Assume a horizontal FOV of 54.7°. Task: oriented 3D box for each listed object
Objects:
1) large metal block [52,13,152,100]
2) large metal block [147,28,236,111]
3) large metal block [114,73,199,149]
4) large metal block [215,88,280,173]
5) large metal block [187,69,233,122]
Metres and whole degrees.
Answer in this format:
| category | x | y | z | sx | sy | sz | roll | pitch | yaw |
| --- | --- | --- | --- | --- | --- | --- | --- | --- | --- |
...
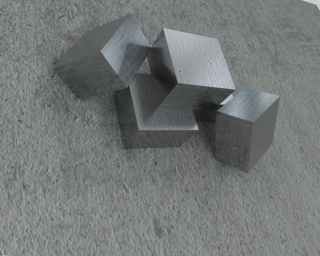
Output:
| category | x | y | z | sx | sy | sz | roll | pitch | yaw |
| --- | --- | --- | --- | --- | --- | --- | --- | --- | --- |
| large metal block | -0.068 | -0.086 | 0.378 | 0.050 | 0.080 | 0.080 | 55 | 43 | -33 |
| large metal block | 0.037 | -0.070 | 0.387 | 0.081 | 0.050 | 0.080 | 2 | 61 | -28 |
| large metal block | -0.007 | -0.021 | 0.397 | 0.081 | 0.050 | 0.080 | 0 | 62 | -29 |
| large metal block | 0.120 | 0.001 | 0.428 | 0.050 | 0.079 | 0.081 | 22 | 41 | 34 |
| large metal block | 0.053 | -0.056 | 0.454 | 0.081 | 0.050 | 0.080 | 0 | 62 | -29 |
